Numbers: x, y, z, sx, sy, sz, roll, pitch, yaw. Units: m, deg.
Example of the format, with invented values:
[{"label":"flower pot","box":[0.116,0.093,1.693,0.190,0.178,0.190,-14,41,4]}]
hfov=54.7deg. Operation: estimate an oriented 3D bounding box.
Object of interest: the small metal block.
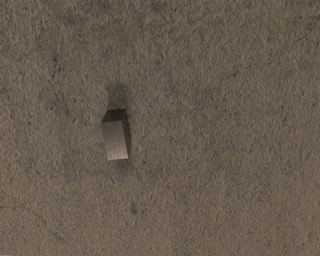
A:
[{"label":"small metal block","box":[-0.055,0.007,0.398,0.025,0.050,0.050,-6,110,2]}]
